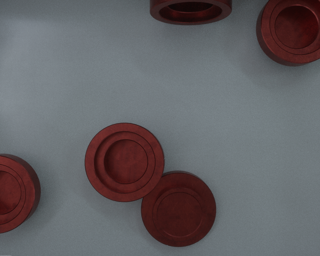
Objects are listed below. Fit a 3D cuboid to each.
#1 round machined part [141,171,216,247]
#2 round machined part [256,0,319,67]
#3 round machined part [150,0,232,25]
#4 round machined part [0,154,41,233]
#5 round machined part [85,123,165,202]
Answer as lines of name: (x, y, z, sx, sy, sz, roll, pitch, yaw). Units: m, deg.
round machined part: (0.024, 0.107, 0.403, 0.099, 0.042, 0.097, 0, 90, 0)
round machined part: (0.174, -0.129, 0.404, 0.099, 0.042, 0.097, 0, 90, 0)
round machined part: (0.037, -0.160, 0.374, 0.099, 0.098, 0.042, 0, 92, 0)
round machined part: (-0.203, 0.082, 0.401, 0.099, 0.042, 0.097, 0, 90, 0)
round machined part: (-0.043, 0.043, 0.400, 0.099, 0.042, 0.097, 0, 87, 3)
